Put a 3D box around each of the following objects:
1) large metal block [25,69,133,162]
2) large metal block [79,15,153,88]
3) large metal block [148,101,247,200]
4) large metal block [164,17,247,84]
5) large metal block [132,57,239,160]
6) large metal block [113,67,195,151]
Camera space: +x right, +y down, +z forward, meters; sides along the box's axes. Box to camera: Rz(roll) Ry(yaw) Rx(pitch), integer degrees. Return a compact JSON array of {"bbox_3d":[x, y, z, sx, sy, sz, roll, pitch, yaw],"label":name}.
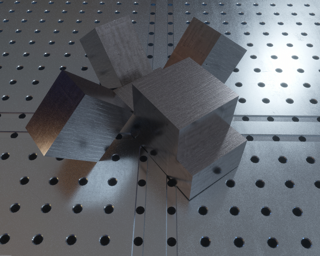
[{"bbox_3d":[-0.091,-0.010,0.360,0.050,0.080,0.080,44,104,31],"label":"large metal block"},{"bbox_3d":[-0.064,-0.103,0.438,0.050,0.080,0.080,-31,17,-23],"label":"large metal block"},{"bbox_3d":[0.042,0.024,0.371,0.080,0.050,0.080,-29,55,-23],"label":"large metal block"},{"bbox_3d":[0.063,-0.095,0.432,0.050,0.080,0.080,44,23,31],"label":"large metal block"},{"bbox_3d":[0.026,-0.025,0.346,0.080,0.050,0.080,-29,57,-24],"label":"large metal block"},{"bbox_3d":[-0.007,-0.026,0.414,0.080,0.050,0.080,-31,57,-23],"label":"large metal block"}]
